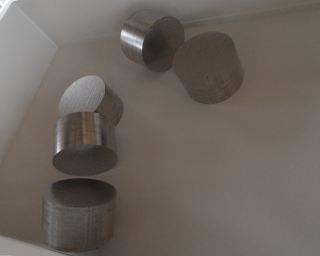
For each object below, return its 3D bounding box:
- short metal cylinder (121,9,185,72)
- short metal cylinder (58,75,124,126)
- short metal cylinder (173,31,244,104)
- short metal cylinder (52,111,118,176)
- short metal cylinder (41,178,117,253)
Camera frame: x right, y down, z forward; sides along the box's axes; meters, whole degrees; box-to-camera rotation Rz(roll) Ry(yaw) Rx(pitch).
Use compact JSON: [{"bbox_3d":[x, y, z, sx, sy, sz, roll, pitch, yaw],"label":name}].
[{"bbox_3d":[-0.010,-0.128,0.455,0.050,0.080,0.080,34,81,38],"label":"short metal cylinder"},{"bbox_3d":[-0.102,-0.031,0.463,0.080,0.050,0.080,-13,56,21],"label":"short metal cylinder"},{"bbox_3d":[0.064,-0.078,0.404,0.080,0.050,0.080,-13,56,21],"label":"short metal cylinder"},{"bbox_3d":[-0.098,0.023,0.408,0.080,0.080,0.050,-22,54,15],"label":"short metal cylinder"},{"bbox_3d":[-0.091,0.095,0.351,0.080,0.081,0.050,13,103,33],"label":"short metal cylinder"}]
